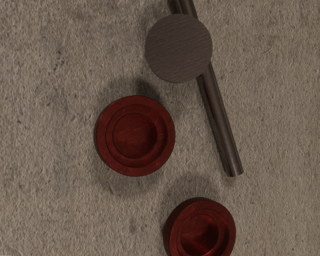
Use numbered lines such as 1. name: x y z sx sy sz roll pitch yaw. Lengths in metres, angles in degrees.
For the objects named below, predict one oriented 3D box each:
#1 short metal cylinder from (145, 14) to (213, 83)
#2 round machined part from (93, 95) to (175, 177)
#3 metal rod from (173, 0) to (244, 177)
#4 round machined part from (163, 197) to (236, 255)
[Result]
1. short metal cylinder: 0.022 -0.097 0.391 0.081 0.050 0.079 0 97 -1
2. round machined part: -0.034 0.009 0.388 0.099 0.042 0.097 0 90 -21
3. metal rod: 0.064 -0.075 0.433 0.025 0.025 0.298 -20 97 -19
4. round machined part: 0.050 0.142 0.420 0.099 0.042 0.097 0 90 -21
